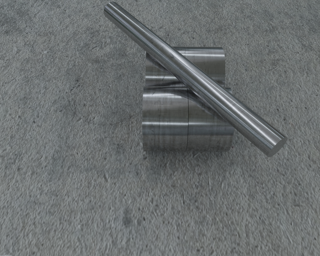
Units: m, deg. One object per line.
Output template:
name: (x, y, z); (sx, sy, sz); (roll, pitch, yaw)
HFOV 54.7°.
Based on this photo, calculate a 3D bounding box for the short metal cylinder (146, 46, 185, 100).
short metal cylinder: (0.007, -0.073, 0.430); (0.050, 0.080, 0.080); (1, 50, 0)

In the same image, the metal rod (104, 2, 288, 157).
metal rod: (0.020, -0.075, 0.364); (0.025, 0.025, 0.300); (-29, 56, -22)

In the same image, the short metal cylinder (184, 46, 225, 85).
short metal cylinder: (0.058, -0.072, 0.430); (0.050, 0.080, 0.080); (1, 50, 0)

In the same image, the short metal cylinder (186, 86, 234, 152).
short metal cylinder: (0.057, -0.011, 0.379); (0.050, 0.080, 0.080); (1, 50, 0)

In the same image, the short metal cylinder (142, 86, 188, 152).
short metal cylinder: (0.006, -0.011, 0.378); (0.050, 0.080, 0.080); (1, 50, 0)
